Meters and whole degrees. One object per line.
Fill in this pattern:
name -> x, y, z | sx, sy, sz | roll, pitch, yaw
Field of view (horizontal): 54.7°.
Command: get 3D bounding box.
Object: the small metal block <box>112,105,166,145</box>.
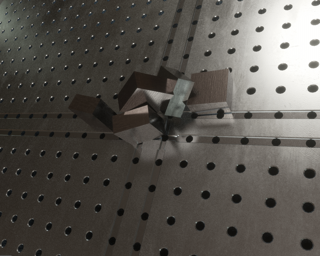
small metal block -> -0.027, -0.002, 0.404 | 0.050, 0.050, 0.025 | -16, 65, 19

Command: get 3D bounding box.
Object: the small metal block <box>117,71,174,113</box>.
small metal block -> -0.019, -0.041, 0.387 | 0.050, 0.050, 0.025 | -45, 47, 45

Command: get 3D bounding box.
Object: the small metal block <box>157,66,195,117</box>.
small metal block -> 0.014, -0.048, 0.408 | 0.050, 0.025, 0.050 | 48, 124, 51

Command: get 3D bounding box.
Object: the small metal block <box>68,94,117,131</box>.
small metal block -> -0.096, -0.023, 0.455 | 0.050, 0.050, 0.025 | 13, 69, 33

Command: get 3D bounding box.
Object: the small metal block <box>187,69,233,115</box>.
small metal block -> 0.066, -0.046, 0.401 | 0.050, 0.025, 0.050 | -4, 60, 26
